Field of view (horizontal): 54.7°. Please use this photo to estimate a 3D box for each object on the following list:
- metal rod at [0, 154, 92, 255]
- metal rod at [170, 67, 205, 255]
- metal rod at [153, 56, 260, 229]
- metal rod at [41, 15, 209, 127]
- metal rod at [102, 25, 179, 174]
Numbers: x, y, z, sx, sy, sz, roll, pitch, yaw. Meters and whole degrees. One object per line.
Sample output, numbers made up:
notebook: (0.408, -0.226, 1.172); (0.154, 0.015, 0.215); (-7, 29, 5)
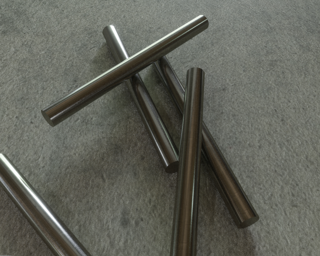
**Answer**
metal rod: (-0.086, 0.121, 0.299); (0.300, 0.025, 0.025); (37, 59, 26)
metal rod: (0.032, 0.050, 0.340); (0.025, 0.025, 0.300); (5, 57, 4)
metal rod: (0.043, -0.010, 0.412); (0.025, 0.025, 0.299); (-15, 52, -12)
metal rod: (-0.033, -0.094, 0.447); (0.025, 0.025, 0.302); (37, 59, 26)
metal rod: (-0.035, -0.061, 0.454); (0.025, 0.025, 0.300); (-16, 52, -13)
